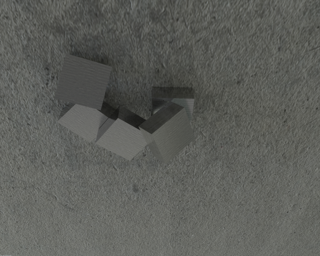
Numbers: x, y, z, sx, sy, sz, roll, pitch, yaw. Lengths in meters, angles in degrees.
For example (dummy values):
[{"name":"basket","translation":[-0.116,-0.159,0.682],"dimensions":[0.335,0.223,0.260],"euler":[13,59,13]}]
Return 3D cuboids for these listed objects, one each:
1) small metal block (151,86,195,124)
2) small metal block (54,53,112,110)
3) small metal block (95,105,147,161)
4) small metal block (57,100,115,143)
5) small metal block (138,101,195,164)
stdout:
[{"name":"small metal block","translation":[0.014,-0.024,0.388],"dimensions":[0.050,0.025,0.050],"euler":[1,130,-2]},{"name":"small metal block","translation":[-0.086,-0.051,0.349],"dimensions":[0.050,0.025,0.050],"euler":[14,92,-13]},{"name":"small metal block","translation":[-0.043,0.007,0.380],"dimensions":[0.050,0.025,0.050],"euler":[30,124,-24]},{"name":"small metal block","translation":[-0.092,-0.016,0.394],"dimensions":[0.050,0.025,0.050],"euler":[-37,122,27]},{"name":"small metal block","translation":[0.010,0.005,0.364],"dimensions":[0.050,0.025,0.050],"euler":[-40,131,-20]}]
